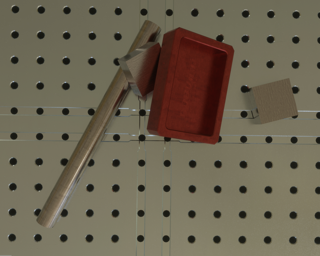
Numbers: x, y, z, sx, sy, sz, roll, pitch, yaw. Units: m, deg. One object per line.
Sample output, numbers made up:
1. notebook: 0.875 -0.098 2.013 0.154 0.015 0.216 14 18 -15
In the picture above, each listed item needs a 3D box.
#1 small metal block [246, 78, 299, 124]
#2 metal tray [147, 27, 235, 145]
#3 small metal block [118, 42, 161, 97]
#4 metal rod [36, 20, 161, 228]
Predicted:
1. small metal block: 0.150 -0.035 0.415 0.050 0.025 0.050 -14 90 -1
2. metal tray: 0.040 -0.049 0.392 0.091 0.030 0.129 10 90 -28
3. small metal block: -0.018 -0.076 0.396 0.050 0.025 0.050 -35 120 -17
4. metal rod: -0.081 -0.005 0.412 0.025 0.025 0.299 29 90 -1
